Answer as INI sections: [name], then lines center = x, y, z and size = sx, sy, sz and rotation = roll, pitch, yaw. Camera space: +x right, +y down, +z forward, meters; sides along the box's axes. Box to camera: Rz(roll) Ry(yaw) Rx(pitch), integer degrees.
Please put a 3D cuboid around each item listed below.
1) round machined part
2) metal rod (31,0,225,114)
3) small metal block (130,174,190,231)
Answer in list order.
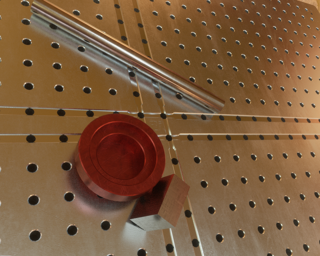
[round machined part]
center = -0.047, 0.036, 0.351
size = 0.099, 0.042, 0.098
rotation = 13, 56, -21
[metal rod]
center = -0.038, -0.100, 0.450
size = 0.301, 0.025, 0.025
rotation = 27, 52, -12
[small metal block]
center = 0.000, 0.083, 0.340
size = 0.025, 0.050, 0.050
rotation = 42, 49, -19
